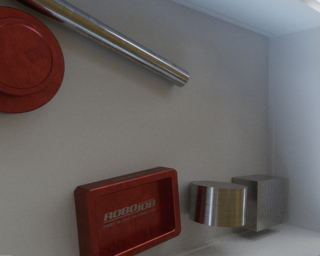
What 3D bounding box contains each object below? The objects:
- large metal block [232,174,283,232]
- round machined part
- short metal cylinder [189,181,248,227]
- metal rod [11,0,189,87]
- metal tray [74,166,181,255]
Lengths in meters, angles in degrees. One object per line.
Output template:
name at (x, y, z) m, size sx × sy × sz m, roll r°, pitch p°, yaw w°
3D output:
large metal block at (0.169, 0.125, 0.535) m, size 0.081 × 0.050 × 0.079 m, roll 2°, pitch 89°, yaw -40°
round machined part at (-0.134, -0.062, 0.284) m, size 0.099 × 0.042 × 0.097 m, roll 0°, pitch 90°, yaw -40°
short metal cylinder at (0.083, 0.106, 0.443) m, size 0.081 × 0.080 × 0.050 m, roll 7°, pitch 86°, yaw -40°
metal rod at (-0.079, -0.111, 0.341) m, size 0.302 × 0.025 × 0.025 m, roll 21°, pitch 77°, yaw -38°
metal tray at (-0.033, 0.103, 0.377) m, size 0.131 × 0.030 × 0.089 m, roll -8°, pitch 95°, yaw -40°
